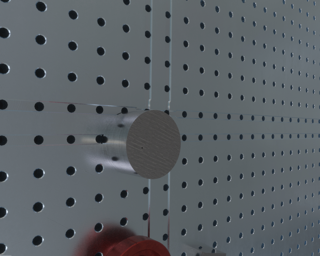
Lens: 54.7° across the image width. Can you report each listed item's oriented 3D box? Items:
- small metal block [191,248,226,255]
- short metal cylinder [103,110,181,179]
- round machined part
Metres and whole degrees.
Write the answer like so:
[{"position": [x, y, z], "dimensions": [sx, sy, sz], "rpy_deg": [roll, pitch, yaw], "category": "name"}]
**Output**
[{"position": [0.071, 0.211, 0.469], "dimensions": [0.050, 0.025, 0.050], "rpy_deg": [21, 77, -38], "category": "small metal block"}, {"position": [-0.021, 0.019, 0.375], "dimensions": [0.081, 0.050, 0.079], "rpy_deg": [0, 90, -40], "category": "short metal cylinder"}, {"position": [-0.034, 0.178, 0.370], "dimensions": [0.099, 0.042, 0.097], "rpy_deg": [0, 90, -40], "category": "round machined part"}]
